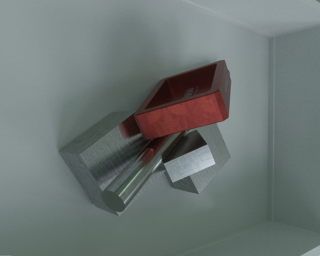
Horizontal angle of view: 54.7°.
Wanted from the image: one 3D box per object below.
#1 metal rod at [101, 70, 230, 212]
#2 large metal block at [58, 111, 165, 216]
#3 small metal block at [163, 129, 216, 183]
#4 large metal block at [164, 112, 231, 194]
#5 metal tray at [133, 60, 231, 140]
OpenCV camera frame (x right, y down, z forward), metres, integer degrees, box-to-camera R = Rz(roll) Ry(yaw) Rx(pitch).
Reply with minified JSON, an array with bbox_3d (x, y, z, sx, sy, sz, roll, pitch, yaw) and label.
[{"bbox_3d":[0.029,-0.011,0.383,0.301,0.025,0.025,-47,119,-47],"label":"metal rod"},{"bbox_3d":[-0.049,0.036,0.346,0.080,0.050,0.080,-41,115,-32],"label":"large metal block"},{"bbox_3d":[0.029,0.030,0.351,0.050,0.050,0.025,-24,109,1],"label":"small metal block"},{"bbox_3d":[0.043,0.031,0.427,0.080,0.050,0.080,-41,115,-32],"label":"large metal block"},{"bbox_3d":[0.032,-0.037,0.356,0.130,0.090,0.030,-62,134,-62],"label":"metal tray"}]
